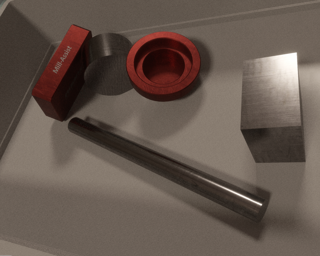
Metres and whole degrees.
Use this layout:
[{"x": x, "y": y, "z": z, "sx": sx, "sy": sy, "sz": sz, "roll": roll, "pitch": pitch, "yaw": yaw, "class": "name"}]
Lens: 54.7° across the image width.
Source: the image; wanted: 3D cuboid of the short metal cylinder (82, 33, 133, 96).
[{"x": -0.074, "y": -0.094, "z": 0.465, "sx": 0.080, "sy": 0.080, "sz": 0.050, "roll": -24, "pitch": 53, "yaw": 13, "class": "short metal cylinder"}]

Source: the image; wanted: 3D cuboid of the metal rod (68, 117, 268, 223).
[{"x": -0.015, "y": 0.038, "z": 0.388, "sx": 0.300, "sy": 0.025, "sz": 0.025, "roll": 20, "pitch": 73, "yaw": 35, "class": "metal rod"}]

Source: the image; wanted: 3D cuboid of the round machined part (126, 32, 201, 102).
[{"x": 0.005, "y": -0.079, "z": 0.425, "sx": 0.099, "sy": 0.042, "sz": 0.098, "roll": -1, "pitch": 69, "yaw": 3, "class": "round machined part"}]

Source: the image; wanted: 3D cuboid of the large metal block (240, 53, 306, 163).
[{"x": 0.118, "y": -0.017, "z": 0.318, "sx": 0.050, "sy": 0.080, "sz": 0.080, "roll": -4, "pitch": 60, "yaw": 26, "class": "large metal block"}]

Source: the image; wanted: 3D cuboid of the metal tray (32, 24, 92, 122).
[{"x": -0.145, "y": -0.084, "z": 0.488, "sx": 0.030, "sy": 0.090, "sz": 0.130, "roll": 22, "pitch": 70, "yaw": 2, "class": "metal tray"}]
